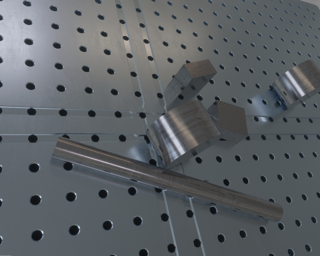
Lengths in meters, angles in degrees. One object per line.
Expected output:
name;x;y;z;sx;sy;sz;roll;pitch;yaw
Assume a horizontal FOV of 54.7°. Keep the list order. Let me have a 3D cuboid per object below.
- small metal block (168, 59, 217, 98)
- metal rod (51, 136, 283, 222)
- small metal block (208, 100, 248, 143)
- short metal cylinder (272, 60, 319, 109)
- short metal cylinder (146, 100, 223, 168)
small metal block;0.048;-0.074;0.464;0.050;0.050;0.025;-19;72;-35
metal rod;0.023;0.068;0.379;0.302;0.025;0.025;19;54;-17
small metal block;0.103;-0.010;0.470;0.050;0.025;0.050;15;56;-20
short metal cylinder;0.251;-0.077;0.556;0.081;0.080;0.050;-18;71;-35
short metal cylinder;0.030;0.009;0.384;0.081;0.080;0.050;-20;73;-36
